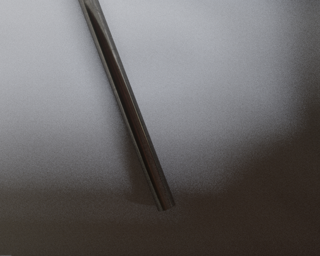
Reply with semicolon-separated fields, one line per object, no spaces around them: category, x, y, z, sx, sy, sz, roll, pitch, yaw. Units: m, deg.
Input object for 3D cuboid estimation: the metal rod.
metal rod;-0.044;-0.034;0.411;0.025;0.025;0.299;-21;90;0
